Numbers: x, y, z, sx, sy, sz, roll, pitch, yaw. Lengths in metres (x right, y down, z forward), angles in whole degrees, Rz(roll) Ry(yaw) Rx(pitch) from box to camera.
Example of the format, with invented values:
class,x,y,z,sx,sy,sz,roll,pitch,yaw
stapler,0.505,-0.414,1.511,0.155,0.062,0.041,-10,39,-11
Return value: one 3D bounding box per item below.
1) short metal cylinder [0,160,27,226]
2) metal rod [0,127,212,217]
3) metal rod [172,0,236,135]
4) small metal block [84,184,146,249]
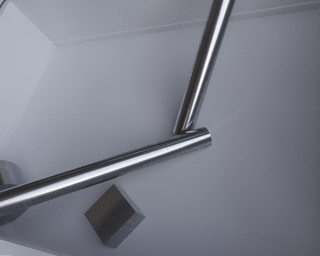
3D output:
class,x,y,z,sx,sy,sz,roll,pitch,yaw
short metal cylinder,-0.229,0.092,0.432,0.080,0.080,0.050,-43,51,-1
metal rod,-0.084,0.053,0.335,0.302,0.025,0.025,-17,51,-14
metal rod,0.069,-0.132,0.357,0.025,0.025,0.298,26,105,36
small metal block,-0.054,0.104,0.369,0.050,0.025,0.050,-46,51,-4
